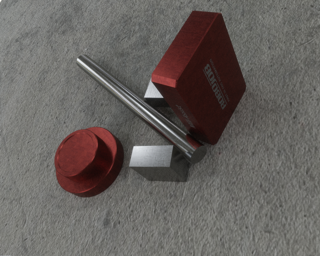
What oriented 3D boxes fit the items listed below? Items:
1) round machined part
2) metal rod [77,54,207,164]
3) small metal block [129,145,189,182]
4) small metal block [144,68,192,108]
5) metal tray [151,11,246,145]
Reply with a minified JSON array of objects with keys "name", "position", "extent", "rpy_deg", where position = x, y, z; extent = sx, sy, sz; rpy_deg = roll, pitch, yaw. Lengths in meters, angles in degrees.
[{"name":"round machined part","position":[-0.102,0.041,0.420],"extent":[0.098,0.042,0.098],"rpy_deg":[-13,56,20]},{"name":"metal rod","position":[-0.045,-0.043,0.449],"extent":[0.025,0.025,0.300],"rpy_deg":[-47,51,-5]},{"name":"small metal block","position":[0.000,0.042,0.360],"extent":[0.050,0.050,0.025],"rpy_deg":[-3,61,27]},{"name":"small metal block","position":[0.012,-0.056,0.431],"extent":[0.050,0.025,0.050],"rpy_deg":[4,63,29]},{"name":"metal tray","position":[0.050,-0.049,0.339],"extent":[0.030,0.130,0.090],"rpy_deg":[21,73,35]}]
